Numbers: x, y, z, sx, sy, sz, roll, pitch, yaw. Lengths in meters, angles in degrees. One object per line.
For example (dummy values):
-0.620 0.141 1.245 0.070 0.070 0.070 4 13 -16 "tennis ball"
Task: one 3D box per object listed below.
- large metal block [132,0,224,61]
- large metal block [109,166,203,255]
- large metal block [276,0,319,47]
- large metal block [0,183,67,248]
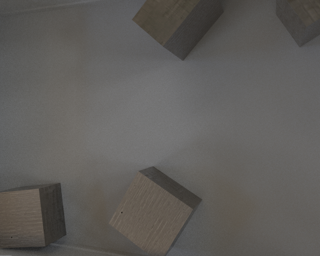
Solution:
0.025 -0.135 0.372 0.050 0.080 0.080 44 104 14 "large metal block"
-0.005 0.107 0.399 0.080 0.050 0.080 32 100 17 "large metal block"
0.171 -0.137 0.321 0.080 0.080 0.050 -33 80 17 "large metal block"
-0.194 0.129 0.464 0.080 0.050 0.080 -8 87 16 "large metal block"
